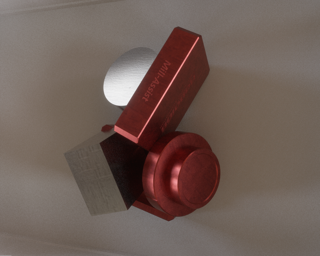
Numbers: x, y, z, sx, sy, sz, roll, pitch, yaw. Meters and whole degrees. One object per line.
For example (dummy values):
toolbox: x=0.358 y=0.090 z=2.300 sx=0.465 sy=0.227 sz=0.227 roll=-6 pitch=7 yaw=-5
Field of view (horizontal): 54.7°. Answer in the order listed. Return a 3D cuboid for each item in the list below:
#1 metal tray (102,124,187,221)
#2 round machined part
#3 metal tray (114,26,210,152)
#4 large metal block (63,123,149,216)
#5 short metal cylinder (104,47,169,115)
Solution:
metal tray: x=-0.026 y=0.056 z=0.413 sx=0.130 sy=0.030 sz=0.089 roll=18 pitch=96 yaw=19
round machined part: x=0.031 y=0.054 z=0.355 sx=0.042 sy=0.099 sz=0.097 roll=8 pitch=93 yaw=50
metal tray: x=0.008 y=-0.036 z=0.354 sx=0.030 sy=0.090 sz=0.130 roll=28 pitch=84 yaw=20
large metal block: x=-0.057 y=0.047 z=0.374 sx=0.050 sy=0.080 sz=0.080 roll=-16 pitch=101 yaw=25
short metal cylinder: x=-0.023 y=-0.053 z=0.387 sx=0.080 sy=0.050 sz=0.080 roll=-13 pitch=61 yaw=26
